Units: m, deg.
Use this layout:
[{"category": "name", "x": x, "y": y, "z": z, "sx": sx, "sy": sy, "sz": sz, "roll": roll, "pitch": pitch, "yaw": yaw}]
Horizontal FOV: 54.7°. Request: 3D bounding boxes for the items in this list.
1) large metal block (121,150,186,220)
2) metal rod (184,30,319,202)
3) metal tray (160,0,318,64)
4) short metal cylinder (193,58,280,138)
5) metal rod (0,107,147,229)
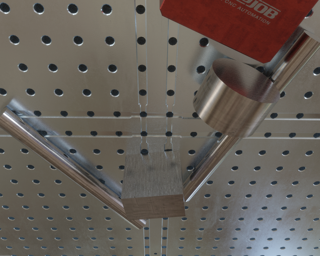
[{"category": "large metal block", "x": -0.008, "y": 0.081, "z": 0.444, "sx": 0.080, "sy": 0.080, "sz": 0.050, "roll": -5, "pitch": 130, "yaw": 4}, {"category": "metal rod", "x": 0.101, "y": 0.006, "z": 0.417, "sx": 0.025, "sy": 0.025, "sz": 0.298, "roll": 19, "pitch": 128, "yaw": -16}, {"category": "metal tray", "x": 0.076, "y": -0.128, "z": 0.300, "sx": 0.131, "sy": 0.030, "sz": 0.089, "roll": 20, "pitch": 127, "yaw": -17}, {"category": "short metal cylinder", "x": 0.084, "y": -0.035, "z": 0.347, "sx": 0.081, "sy": 0.080, "sz": 0.050, "roll": 16, "pitch": 128, "yaw": -13}, {"category": "metal rod", "x": -0.119, "y": 0.076, "z": 0.475, "sx": 0.025, "sy": 0.025, "sz": 0.300, "roll": -28, "pitch": 125, "yaw": 21}]
